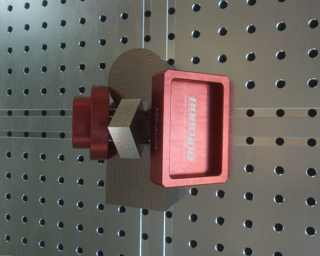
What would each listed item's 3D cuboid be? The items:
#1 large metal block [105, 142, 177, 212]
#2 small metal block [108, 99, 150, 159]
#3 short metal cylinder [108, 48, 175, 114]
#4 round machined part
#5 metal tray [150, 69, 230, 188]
[{"bbox_3d":[-0.022,0.059,0.407,0.080,0.050,0.080,2,91,20],"label":"large metal block"},{"bbox_3d":[-0.034,0.001,0.366,0.025,0.050,0.050,0,132,17],"label":"small metal block"},{"bbox_3d":[-0.020,-0.059,0.405,0.080,0.050,0.080,0,90,20],"label":"short metal cylinder"},{"bbox_3d":[-0.091,-0.007,0.402,0.042,0.098,0.097,1,91,-13],"label":"round machined part"},{"bbox_3d":[0.036,0.001,0.367,0.030,0.091,0.129,2,91,63],"label":"metal tray"}]
